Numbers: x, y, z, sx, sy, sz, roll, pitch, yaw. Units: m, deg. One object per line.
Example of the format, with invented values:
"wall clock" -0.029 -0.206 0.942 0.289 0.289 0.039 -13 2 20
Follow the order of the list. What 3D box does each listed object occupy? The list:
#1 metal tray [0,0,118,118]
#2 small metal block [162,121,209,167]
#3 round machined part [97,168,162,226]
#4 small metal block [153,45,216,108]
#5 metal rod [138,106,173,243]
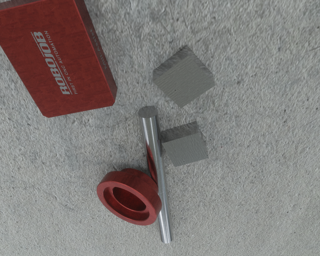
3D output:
"metal tray" -0.110 -0.076 0.338 0.090 0.030 0.129 -10 130 8
"small metal block" 0.035 0.023 0.427 0.050 0.025 0.050 -17 128 13
"round machined part" -0.041 0.098 0.464 0.098 0.042 0.097 16 135 17
"small metal block" 0.027 -0.058 0.358 0.050 0.025 0.050 -34 123 25
"metal rod" -0.001 0.093 0.486 0.025 0.025 0.298 -4 130 3
